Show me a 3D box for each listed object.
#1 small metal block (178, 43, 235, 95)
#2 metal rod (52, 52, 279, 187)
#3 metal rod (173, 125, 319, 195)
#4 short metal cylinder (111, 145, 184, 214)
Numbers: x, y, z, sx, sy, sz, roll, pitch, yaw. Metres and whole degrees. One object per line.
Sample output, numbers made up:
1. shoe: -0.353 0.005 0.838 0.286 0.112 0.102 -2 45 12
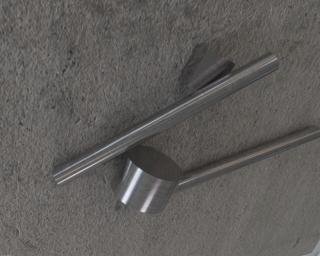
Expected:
1. small metal block: 0.059 -0.072 0.395 0.050 0.025 0.050 17 110 -35
2. metal rod: 0.008 -0.012 0.380 0.301 0.025 0.025 -29 129 -1
3. metal rod: 0.148 0.049 0.518 0.302 0.025 0.025 -17 125 -19
4. short metal cylinder: -0.017 0.065 0.402 0.081 0.080 0.050 15 111 -34
